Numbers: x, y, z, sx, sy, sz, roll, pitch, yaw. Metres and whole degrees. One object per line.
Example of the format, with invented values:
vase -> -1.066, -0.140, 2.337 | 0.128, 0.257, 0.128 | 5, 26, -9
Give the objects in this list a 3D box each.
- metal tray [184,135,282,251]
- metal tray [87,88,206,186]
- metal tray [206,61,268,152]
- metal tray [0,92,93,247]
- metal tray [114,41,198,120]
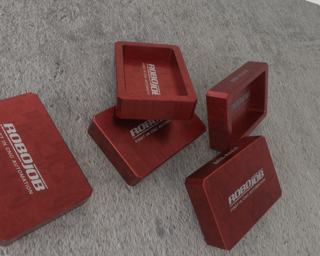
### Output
metal tray -> 0.096, 0.074, 0.384 | 0.131, 0.030, 0.090 | -28, 102, -37
metal tray -> -0.012, 0.001, 0.393 | 0.131, 0.030, 0.090 | -33, 80, -38
metal tray -> 0.115, -0.033, 0.442 | 0.030, 0.089, 0.131 | 14, 36, 36
metal tray -> -0.139, 0.034, 0.305 | 0.091, 0.030, 0.130 | -25, 75, -37
metal tray -> -0.011, -0.064, 0.395 | 0.091, 0.030, 0.130 | 1, 43, -11
